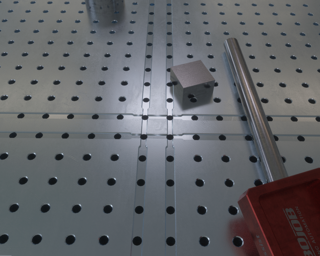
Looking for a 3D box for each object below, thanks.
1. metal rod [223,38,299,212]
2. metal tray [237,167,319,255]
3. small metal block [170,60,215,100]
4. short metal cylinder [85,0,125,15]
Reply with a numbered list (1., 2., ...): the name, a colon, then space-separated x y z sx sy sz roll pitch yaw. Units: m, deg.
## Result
1. metal rod: 0.129 -0.029 0.432 0.025 0.025 0.300 -2 50 -2
2. metal tray: 0.142 0.111 0.292 0.091 0.030 0.130 -14 65 -12
3. small metal block: 0.048 -0.073 0.470 0.050 0.025 0.050 -16 52 -13
4. short metal cylinder: -0.112 -0.271 0.618 0.081 0.050 0.080 0 50 0
